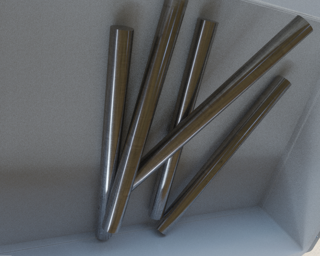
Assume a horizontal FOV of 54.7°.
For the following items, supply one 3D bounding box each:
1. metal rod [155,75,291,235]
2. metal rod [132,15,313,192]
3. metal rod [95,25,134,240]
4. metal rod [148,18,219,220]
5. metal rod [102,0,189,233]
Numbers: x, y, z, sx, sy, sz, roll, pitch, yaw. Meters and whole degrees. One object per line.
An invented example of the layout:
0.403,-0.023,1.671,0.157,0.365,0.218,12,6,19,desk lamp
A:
0.094,0.045,0.480,0.025,0.025,0.299,34,97,-39,metal rod
0.057,-0.019,0.386,0.299,0.025,0.025,-43,130,15,metal rod
-0.061,0.026,0.391,0.025,0.025,0.298,-5,121,-26,metal rod
0.025,0.005,0.425,0.025,0.025,0.298,-1,119,-28,metal rod
-0.023,-0.004,0.374,0.025,0.025,0.298,7,109,-32,metal rod
